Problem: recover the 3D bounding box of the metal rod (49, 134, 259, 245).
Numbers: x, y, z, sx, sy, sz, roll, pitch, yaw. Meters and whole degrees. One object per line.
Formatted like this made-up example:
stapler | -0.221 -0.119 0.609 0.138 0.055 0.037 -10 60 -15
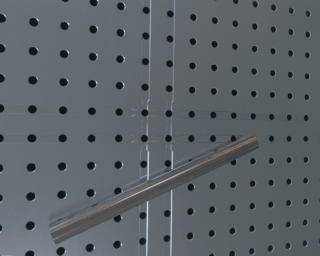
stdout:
metal rod | 0.006 0.073 0.414 0.302 0.025 0.025 -22 97 -19
